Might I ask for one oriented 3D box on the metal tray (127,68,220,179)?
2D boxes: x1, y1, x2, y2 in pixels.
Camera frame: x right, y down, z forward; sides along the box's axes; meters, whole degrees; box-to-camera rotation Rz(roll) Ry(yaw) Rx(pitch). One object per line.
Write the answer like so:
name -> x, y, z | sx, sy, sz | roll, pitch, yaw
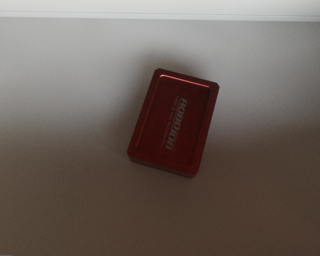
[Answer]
metal tray -> 0.019, -0.008, 0.410 | 0.090, 0.030, 0.130 | 15, 71, 5
